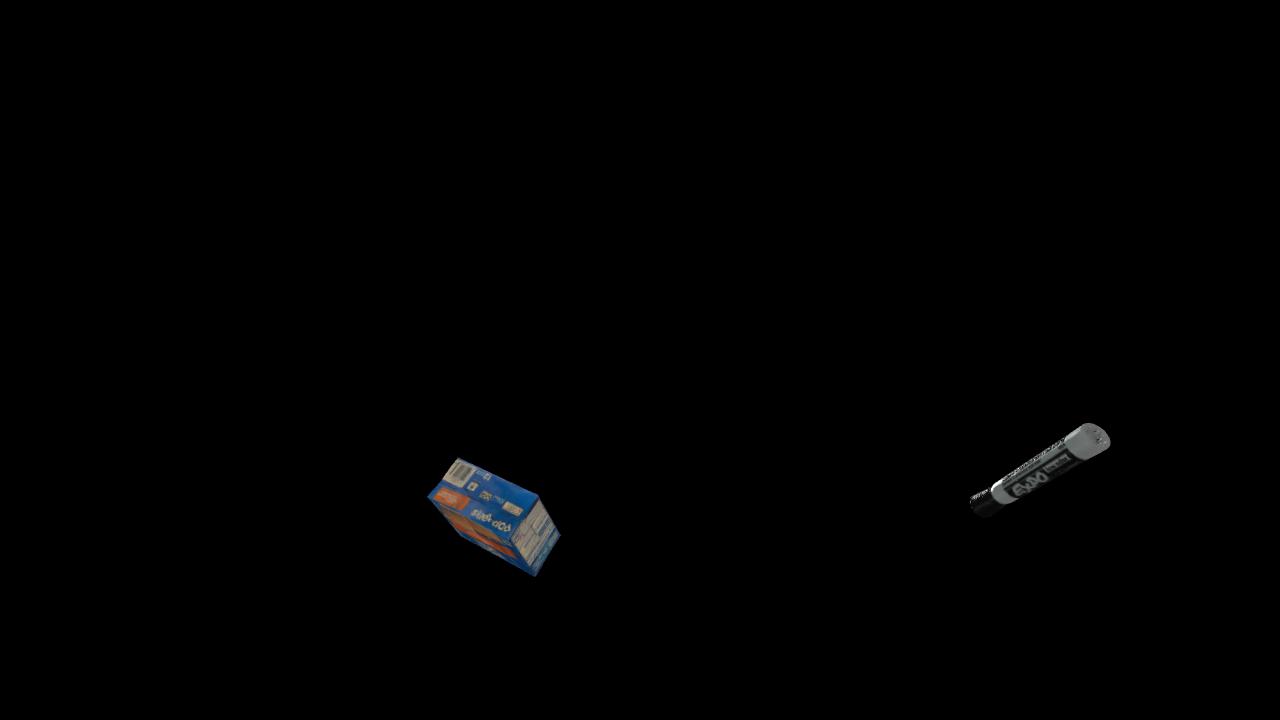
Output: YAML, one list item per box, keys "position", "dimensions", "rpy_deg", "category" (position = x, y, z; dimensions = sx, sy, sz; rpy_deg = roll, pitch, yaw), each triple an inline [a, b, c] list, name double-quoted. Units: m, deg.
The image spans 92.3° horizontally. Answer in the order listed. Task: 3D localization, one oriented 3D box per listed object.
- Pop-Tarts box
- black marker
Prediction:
- position: [-0.231, 0.252, 0.987]
  dimensions: [0.167, 0.083, 0.141]
  rpy_deg: [19, -34, 25]
  category: "Pop-Tarts box"
- position: [0.273, 0.081, 0.429]
  dimensions: [0.020, 0.020, 0.121]
  rpy_deg: [0, -35, -13]
  category: "black marker"
